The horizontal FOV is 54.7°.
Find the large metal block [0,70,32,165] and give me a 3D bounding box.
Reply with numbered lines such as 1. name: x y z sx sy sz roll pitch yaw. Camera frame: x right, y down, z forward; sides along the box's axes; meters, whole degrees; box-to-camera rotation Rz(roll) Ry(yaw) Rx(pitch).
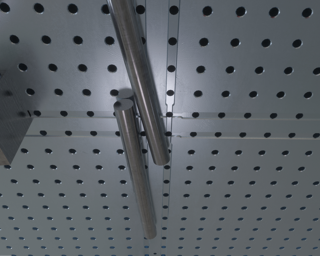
1. large metal block: -0.202 -0.011 0.364 0.050 0.080 0.080 -4 130 3

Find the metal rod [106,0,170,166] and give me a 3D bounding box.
1. metal rod: -0.025 -0.066 0.355 0.025 0.025 0.298 -8 130 7

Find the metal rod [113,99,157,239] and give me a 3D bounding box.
1. metal rod: -0.032 0.084 0.482 0.025 0.025 0.298 -4 130 3
